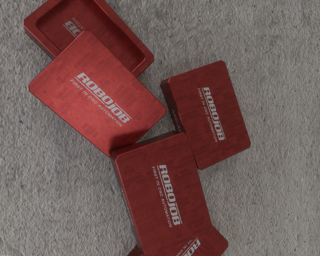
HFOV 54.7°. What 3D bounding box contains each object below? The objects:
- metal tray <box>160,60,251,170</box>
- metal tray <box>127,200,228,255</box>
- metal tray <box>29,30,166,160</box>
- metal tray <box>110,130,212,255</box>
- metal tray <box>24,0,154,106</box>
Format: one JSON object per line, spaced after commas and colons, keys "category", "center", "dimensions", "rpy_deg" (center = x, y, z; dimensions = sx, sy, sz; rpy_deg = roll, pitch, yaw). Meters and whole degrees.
{"category": "metal tray", "center": [0.065, -0.018, 0.430], "dimensions": [0.091, 0.030, 0.129], "rpy_deg": [-22, 98, -19]}
{"category": "metal tray", "center": [0.019, 0.172, 0.413], "dimensions": [0.130, 0.030, 0.090], "rpy_deg": [-45, 104, -15]}
{"category": "metal tray", "center": [-0.068, -0.035, 0.357], "dimensions": [0.090, 0.030, 0.130], "rpy_deg": [-44, 114, 3]}
{"category": "metal tray", "center": [0.003, 0.077, 0.371], "dimensions": [0.091, 0.030, 0.129], "rpy_deg": [-19, 100, -19]}
{"category": "metal tray", "center": [-0.082, -0.101, 0.375], "dimensions": [0.130, 0.030, 0.090], "rpy_deg": [46, 76, -14]}
